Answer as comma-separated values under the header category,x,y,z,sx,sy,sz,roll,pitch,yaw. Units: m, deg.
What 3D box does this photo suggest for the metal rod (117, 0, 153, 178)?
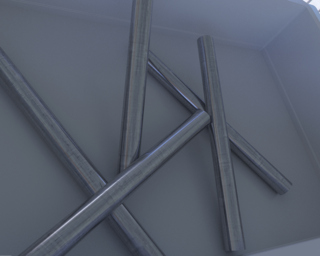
category,x,y,z,sx,sy,sz,roll,pitch,yaw
metal rod,-0.026,-0.088,0.368,0.025,0.025,0.298,7,84,-25

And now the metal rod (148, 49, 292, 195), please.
category,x,y,z,sx,sy,sz,roll,pitch,yaw
metal rod,0.074,-0.014,0.456,0.300,0.025,0.025,43,51,1

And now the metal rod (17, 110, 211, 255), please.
category,x,y,z,sx,sy,sz,roll,pitch,yaw
metal rod,-0.033,0.055,0.320,0.025,0.025,0.302,48,48,5

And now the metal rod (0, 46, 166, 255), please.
category,x,y,z,sx,sy,sz,roll,pitch,yaw
metal rod,-0.098,0.027,0.336,0.025,0.025,0.300,-35,81,-38

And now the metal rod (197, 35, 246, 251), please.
category,x,y,z,sx,sy,sz,roll,pitch,yaw
metal rod,0.079,0.005,0.420,0.025,0.025,0.299,6,67,-26
